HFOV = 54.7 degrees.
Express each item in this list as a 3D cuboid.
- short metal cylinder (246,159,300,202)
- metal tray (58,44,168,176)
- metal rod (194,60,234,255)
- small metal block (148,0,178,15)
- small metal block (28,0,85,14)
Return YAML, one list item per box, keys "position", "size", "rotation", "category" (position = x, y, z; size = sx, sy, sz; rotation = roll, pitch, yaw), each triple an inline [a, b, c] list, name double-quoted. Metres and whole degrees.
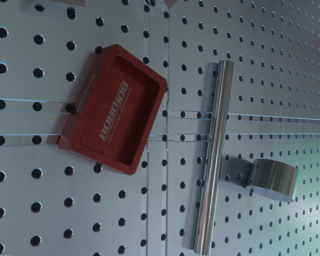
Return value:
- position: [0.198, 0.092, 0.543]
  size: [0.080, 0.080, 0.050]
  rotation: [33, 70, -36]
  category: "short metal cylinder"
- position: [-0.050, -0.020, 0.365]
  size: [0.090, 0.030, 0.130]
  rotation: [31, 71, -36]
  category: "metal tray"
- position: [0.085, 0.041, 0.483]
  size: [0.025, 0.025, 0.298]
  rotation: [15, 81, -40]
  category: "metal rod"
- position: [0.004, -0.190, 0.414]
  size: [0.050, 0.025, 0.050]
  rotation: [-52, 121, -27]
  category: "small metal block"
- position: [-0.108, -0.151, 0.320]
  size: [0.050, 0.025, 0.050]
  rotation: [-6, 94, -40]
  category: "small metal block"
